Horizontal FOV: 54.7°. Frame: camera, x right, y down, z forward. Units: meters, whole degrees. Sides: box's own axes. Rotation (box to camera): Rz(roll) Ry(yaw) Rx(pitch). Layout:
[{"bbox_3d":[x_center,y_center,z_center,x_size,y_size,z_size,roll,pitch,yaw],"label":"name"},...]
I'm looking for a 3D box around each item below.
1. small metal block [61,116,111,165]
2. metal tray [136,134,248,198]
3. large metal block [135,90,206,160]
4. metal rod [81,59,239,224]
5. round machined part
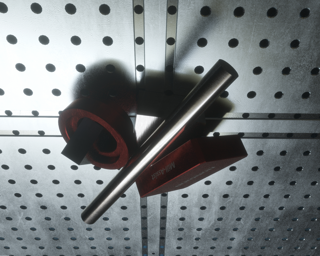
[{"bbox_3d":[-0.085,0.016,0.371,0.025,0.050,0.050,33,88,6],"label":"small metal block"},{"bbox_3d":[0.038,0.052,0.409,0.091,0.030,0.129,-2,154,-41],"label":"metal tray"},{"bbox_3d":[0.007,0.003,0.398,0.081,0.050,0.079,7,130,-6],"label":"large metal block"},{"bbox_3d":[-0.019,0.036,0.376,0.025,0.025,0.298,28,125,-22],"label":"metal rod"},{"bbox_3d":[-0.072,0.003,0.384,0.098,0.042,0.097,17,136,18],"label":"round machined part"}]
